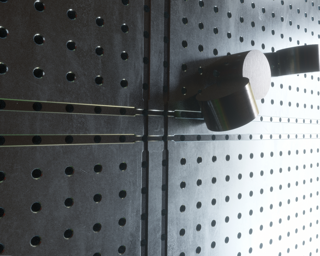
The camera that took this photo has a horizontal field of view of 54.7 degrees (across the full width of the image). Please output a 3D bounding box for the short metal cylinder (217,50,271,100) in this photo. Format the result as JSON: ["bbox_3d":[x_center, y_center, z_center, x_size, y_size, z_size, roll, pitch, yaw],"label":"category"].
[{"bbox_3d":[0.140,-0.085,0.513,0.081,0.050,0.079,0,90,-40],"label":"short metal cylinder"}]

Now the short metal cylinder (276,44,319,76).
[{"bbox_3d":[0.271,-0.130,0.604,0.081,0.080,0.050,-11,97,-40],"label":"short metal cylinder"}]

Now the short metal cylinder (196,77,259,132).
[{"bbox_3d":[0.100,-0.036,0.460,0.080,0.080,0.050,-37,113,-34],"label":"short metal cylinder"}]
